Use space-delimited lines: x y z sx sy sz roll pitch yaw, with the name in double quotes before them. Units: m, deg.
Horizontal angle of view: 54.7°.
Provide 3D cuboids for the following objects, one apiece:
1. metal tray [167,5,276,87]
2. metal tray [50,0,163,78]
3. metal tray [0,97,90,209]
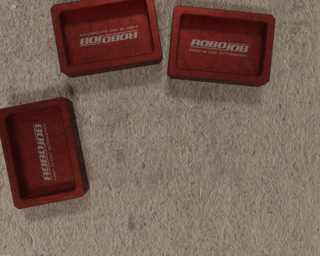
"metal tray" 0.079 -0.106 0.408 0.131 0.030 0.089 5 90 -1
"metal tray" -0.068 -0.122 0.406 0.131 0.030 0.089 -9 90 -1
"metal tray" -0.151 0.032 0.405 0.091 0.030 0.129 -11 90 -1
